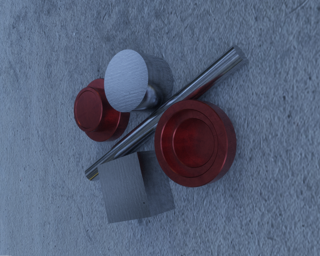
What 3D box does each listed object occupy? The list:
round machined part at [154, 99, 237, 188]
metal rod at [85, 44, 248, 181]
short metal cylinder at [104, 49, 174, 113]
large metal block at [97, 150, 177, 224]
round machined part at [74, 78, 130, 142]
[{"bbox_3d":[0.044,0.017,0.359,0.098,0.042,0.097,0,90,40],"label":"round machined part"},{"bbox_3d":[-0.011,-0.003,0.417,0.299,0.025,0.025,-38,67,33],"label":"metal rod"},{"bbox_3d":[-0.029,-0.060,0.413,0.080,0.050,0.079,0,90,40],"label":"short metal cylinder"},{"bbox_3d":[-0.033,0.079,0.418,0.080,0.050,0.080,-22,76,38],"label":"large metal block"},{"bbox_3d":[-0.095,-0.027,0.473,0.098,0.042,0.097,0,90,40],"label":"round machined part"}]
